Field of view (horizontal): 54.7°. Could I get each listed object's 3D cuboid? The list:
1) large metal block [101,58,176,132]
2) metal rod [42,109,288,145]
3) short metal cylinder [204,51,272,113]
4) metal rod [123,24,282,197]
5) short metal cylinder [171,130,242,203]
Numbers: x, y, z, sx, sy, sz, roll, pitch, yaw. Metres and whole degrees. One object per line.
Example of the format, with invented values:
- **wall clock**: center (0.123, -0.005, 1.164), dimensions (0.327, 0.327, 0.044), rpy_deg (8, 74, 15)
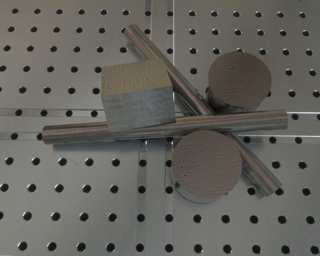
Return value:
- **large metal block**: center (-0.029, -0.044, 0.391), dimensions (0.081, 0.050, 0.080), rpy_deg (-9, 36, -3)
- **metal rod**: center (0.002, 0.000, 0.390), dimensions (0.302, 0.025, 0.025), rpy_deg (-4, 70, 5)
- **short metal cylinder**: center (0.101, -0.055, 0.416), dimensions (0.081, 0.050, 0.080), rpy_deg (0, 70, 0)
- **metal rod**: center (0.048, -0.034, 0.421), dimensions (0.025, 0.025, 0.300), rpy_deg (-36, 74, -12)
- **short metal cylinder**: center (0.054, 0.048, 0.377), dimensions (0.081, 0.050, 0.080), rpy_deg (0, 70, 0)
